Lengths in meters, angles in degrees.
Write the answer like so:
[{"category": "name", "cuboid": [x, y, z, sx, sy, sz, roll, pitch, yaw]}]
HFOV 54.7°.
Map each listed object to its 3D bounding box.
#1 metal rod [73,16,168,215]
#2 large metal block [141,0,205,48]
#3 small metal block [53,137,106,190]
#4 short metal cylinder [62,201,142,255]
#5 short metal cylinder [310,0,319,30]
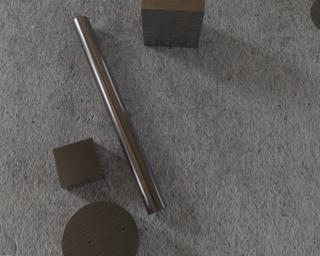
[{"category": "metal rod", "cuboid": [-0.060, -0.030, 0.418, 0.025, 0.025, 0.299, -22, 72, -8]}, {"category": "large metal block", "cuboid": [0.018, -0.159, 0.437, 0.080, 0.080, 0.050, 3, 70, 1]}, {"category": "small metal block", "cuboid": [-0.101, 0.046, 0.391, 0.050, 0.025, 0.050, -17, 71, -6]}, {"category": "short metal cylinder", "cuboid": [-0.062, 0.126, 0.348, 0.081, 0.050, 0.080, 0, 70, 0]}, {"category": "short metal cylinder", "cuboid": [0.277, -0.185, 0.464, 0.081, 0.050, 0.080, 0, 70, 0]}]
